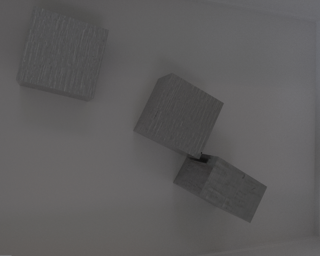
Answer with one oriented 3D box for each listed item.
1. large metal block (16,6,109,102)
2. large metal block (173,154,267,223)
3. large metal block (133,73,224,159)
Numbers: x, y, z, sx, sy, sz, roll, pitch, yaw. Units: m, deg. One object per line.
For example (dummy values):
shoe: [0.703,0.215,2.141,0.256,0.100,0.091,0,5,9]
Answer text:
large metal block: [-0.111,-0.080,0.356,0.081,0.050,0.080,13,86,-20]
large metal block: [0.076,0.075,0.409,0.080,0.080,0.050,32,80,-17]
large metal block: [0.024,-0.014,0.406,0.080,0.050,0.080,28,81,-18]
